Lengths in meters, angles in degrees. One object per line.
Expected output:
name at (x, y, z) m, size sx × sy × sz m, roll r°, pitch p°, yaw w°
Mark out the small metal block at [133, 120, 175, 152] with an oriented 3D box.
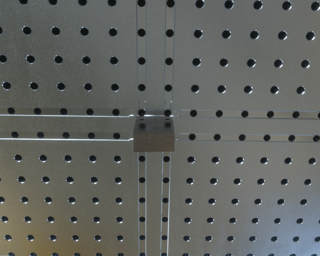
small metal block at (-0.007, 0.009, 0.404) m, size 0.050 × 0.050 × 0.025 m, roll -1°, pitch 110°, yaw 0°
